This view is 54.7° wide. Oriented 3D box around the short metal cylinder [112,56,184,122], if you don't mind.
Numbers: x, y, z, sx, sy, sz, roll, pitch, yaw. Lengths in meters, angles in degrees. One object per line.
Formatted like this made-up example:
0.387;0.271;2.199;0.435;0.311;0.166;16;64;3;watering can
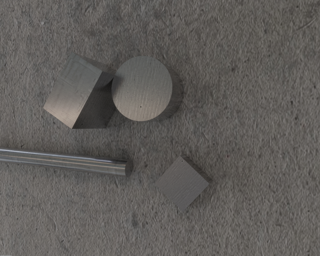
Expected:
-0.015;-0.048;0.401;0.080;0.050;0.080;0;90;19;short metal cylinder

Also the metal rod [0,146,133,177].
-0.184;0.047;0.473;0.301;0.025;0.025;3;91;19;metal rod

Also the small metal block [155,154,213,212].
0.031;0.069;0.398;0.050;0.025;0.050;44;103;14;small metal block

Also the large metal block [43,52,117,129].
-0.093;-0.046;0.413;0.050;0.080;0.080;34;101;17;large metal block
